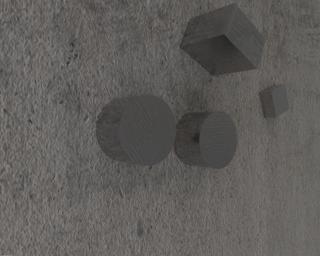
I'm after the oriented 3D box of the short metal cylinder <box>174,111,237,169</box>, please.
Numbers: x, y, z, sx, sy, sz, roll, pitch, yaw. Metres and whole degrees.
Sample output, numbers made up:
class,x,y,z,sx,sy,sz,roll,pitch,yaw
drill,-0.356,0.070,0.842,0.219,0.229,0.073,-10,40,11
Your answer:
class,x,y,z,sx,sy,sz,roll,pitch,yaw
short metal cylinder,0.065,0.016,0.443,0.081,0.050,0.080,0,90,-40

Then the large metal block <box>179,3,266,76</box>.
class,x,y,z,sx,sy,sz,roll,pitch,yaw
large metal block,0.090,-0.122,0.443,0.080,0.080,0.050,32,71,-36

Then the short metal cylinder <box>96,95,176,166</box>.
class,x,y,z,sx,sy,sz,roll,pitch,yaw
short metal cylinder,-0.027,0.002,0.365,0.081,0.050,0.080,0,90,-40

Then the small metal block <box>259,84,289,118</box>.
class,x,y,z,sx,sy,sz,roll,pitch,yaw
small metal block,0.216,-0.051,0.586,0.050,0.025,0.050,-26,106,-37
